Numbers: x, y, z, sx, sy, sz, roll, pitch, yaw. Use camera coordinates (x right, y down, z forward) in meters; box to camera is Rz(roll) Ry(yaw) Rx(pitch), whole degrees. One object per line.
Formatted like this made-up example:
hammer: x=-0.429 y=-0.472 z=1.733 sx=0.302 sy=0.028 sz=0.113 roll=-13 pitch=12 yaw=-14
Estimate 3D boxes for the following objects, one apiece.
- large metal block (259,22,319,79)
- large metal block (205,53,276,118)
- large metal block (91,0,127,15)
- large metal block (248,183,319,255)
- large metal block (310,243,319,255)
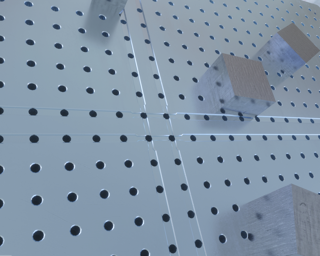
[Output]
large metal block: x=0.264 y=-0.158 z=0.629 sx=0.080 sy=0.050 sz=0.080 roll=-35 pitch=82 yaw=-38
large metal block: x=0.128 y=-0.067 z=0.501 sx=0.081 sy=0.050 sz=0.080 roll=5 pitch=59 yaw=-26
large metal block: x=-0.065 y=-0.243 z=0.486 sx=0.050 sy=0.080 sz=0.080 roll=19 pitch=55 yaw=-17
large metal block: x=0.154 y=0.125 z=0.379 sx=0.050 sy=0.080 sz=0.080 roll=23 pitch=54 yaw=-15
large metal block: x=0.257 y=0.197 z=0.409 sx=0.081 sy=0.050 sz=0.080 roll=15 pitch=56 yaw=-20
